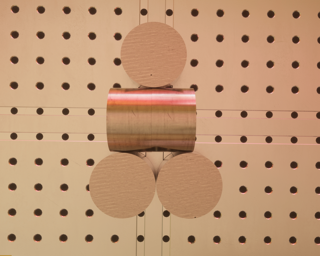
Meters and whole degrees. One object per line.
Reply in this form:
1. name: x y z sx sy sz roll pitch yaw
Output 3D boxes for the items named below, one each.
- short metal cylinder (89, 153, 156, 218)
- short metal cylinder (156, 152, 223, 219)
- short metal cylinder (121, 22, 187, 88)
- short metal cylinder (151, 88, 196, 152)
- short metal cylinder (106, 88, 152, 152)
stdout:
1. short metal cylinder: -0.046 0.070 0.399 0.081 0.050 0.079 0 90 -1
2. short metal cylinder: 0.036 0.070 0.400 0.081 0.050 0.079 0 90 -1
3. short metal cylinder: -0.008 -0.089 0.400 0.081 0.050 0.079 0 90 -1
4. short metal cylinder: 0.015 -0.010 0.387 0.050 0.080 0.079 0 90 0
5. short metal cylinder: -0.035 -0.010 0.386 0.050 0.080 0.079 0 90 0
